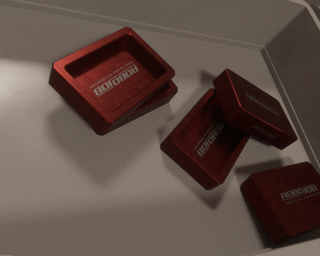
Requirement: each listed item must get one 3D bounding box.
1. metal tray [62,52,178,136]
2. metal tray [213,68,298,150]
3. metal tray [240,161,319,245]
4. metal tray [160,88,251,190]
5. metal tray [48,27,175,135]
[{"bbox_3d":[-0.050,-0.056,0.410,0.131,0.030,0.090,-30,78,-38],"label":"metal tray"},{"bbox_3d":[0.144,-0.027,0.470,0.131,0.030,0.090,23,40,-30],"label":"metal tray"},{"bbox_3d":[0.188,0.100,0.434,0.131,0.030,0.090,-5,53,-31],"label":"metal tray"},{"bbox_3d":[0.071,0.011,0.435,0.090,0.030,0.131,42,51,0],"label":"metal tray"},{"bbox_3d":[-0.053,-0.062,0.373,0.090,0.030,0.131,45,51,3],"label":"metal tray"}]
